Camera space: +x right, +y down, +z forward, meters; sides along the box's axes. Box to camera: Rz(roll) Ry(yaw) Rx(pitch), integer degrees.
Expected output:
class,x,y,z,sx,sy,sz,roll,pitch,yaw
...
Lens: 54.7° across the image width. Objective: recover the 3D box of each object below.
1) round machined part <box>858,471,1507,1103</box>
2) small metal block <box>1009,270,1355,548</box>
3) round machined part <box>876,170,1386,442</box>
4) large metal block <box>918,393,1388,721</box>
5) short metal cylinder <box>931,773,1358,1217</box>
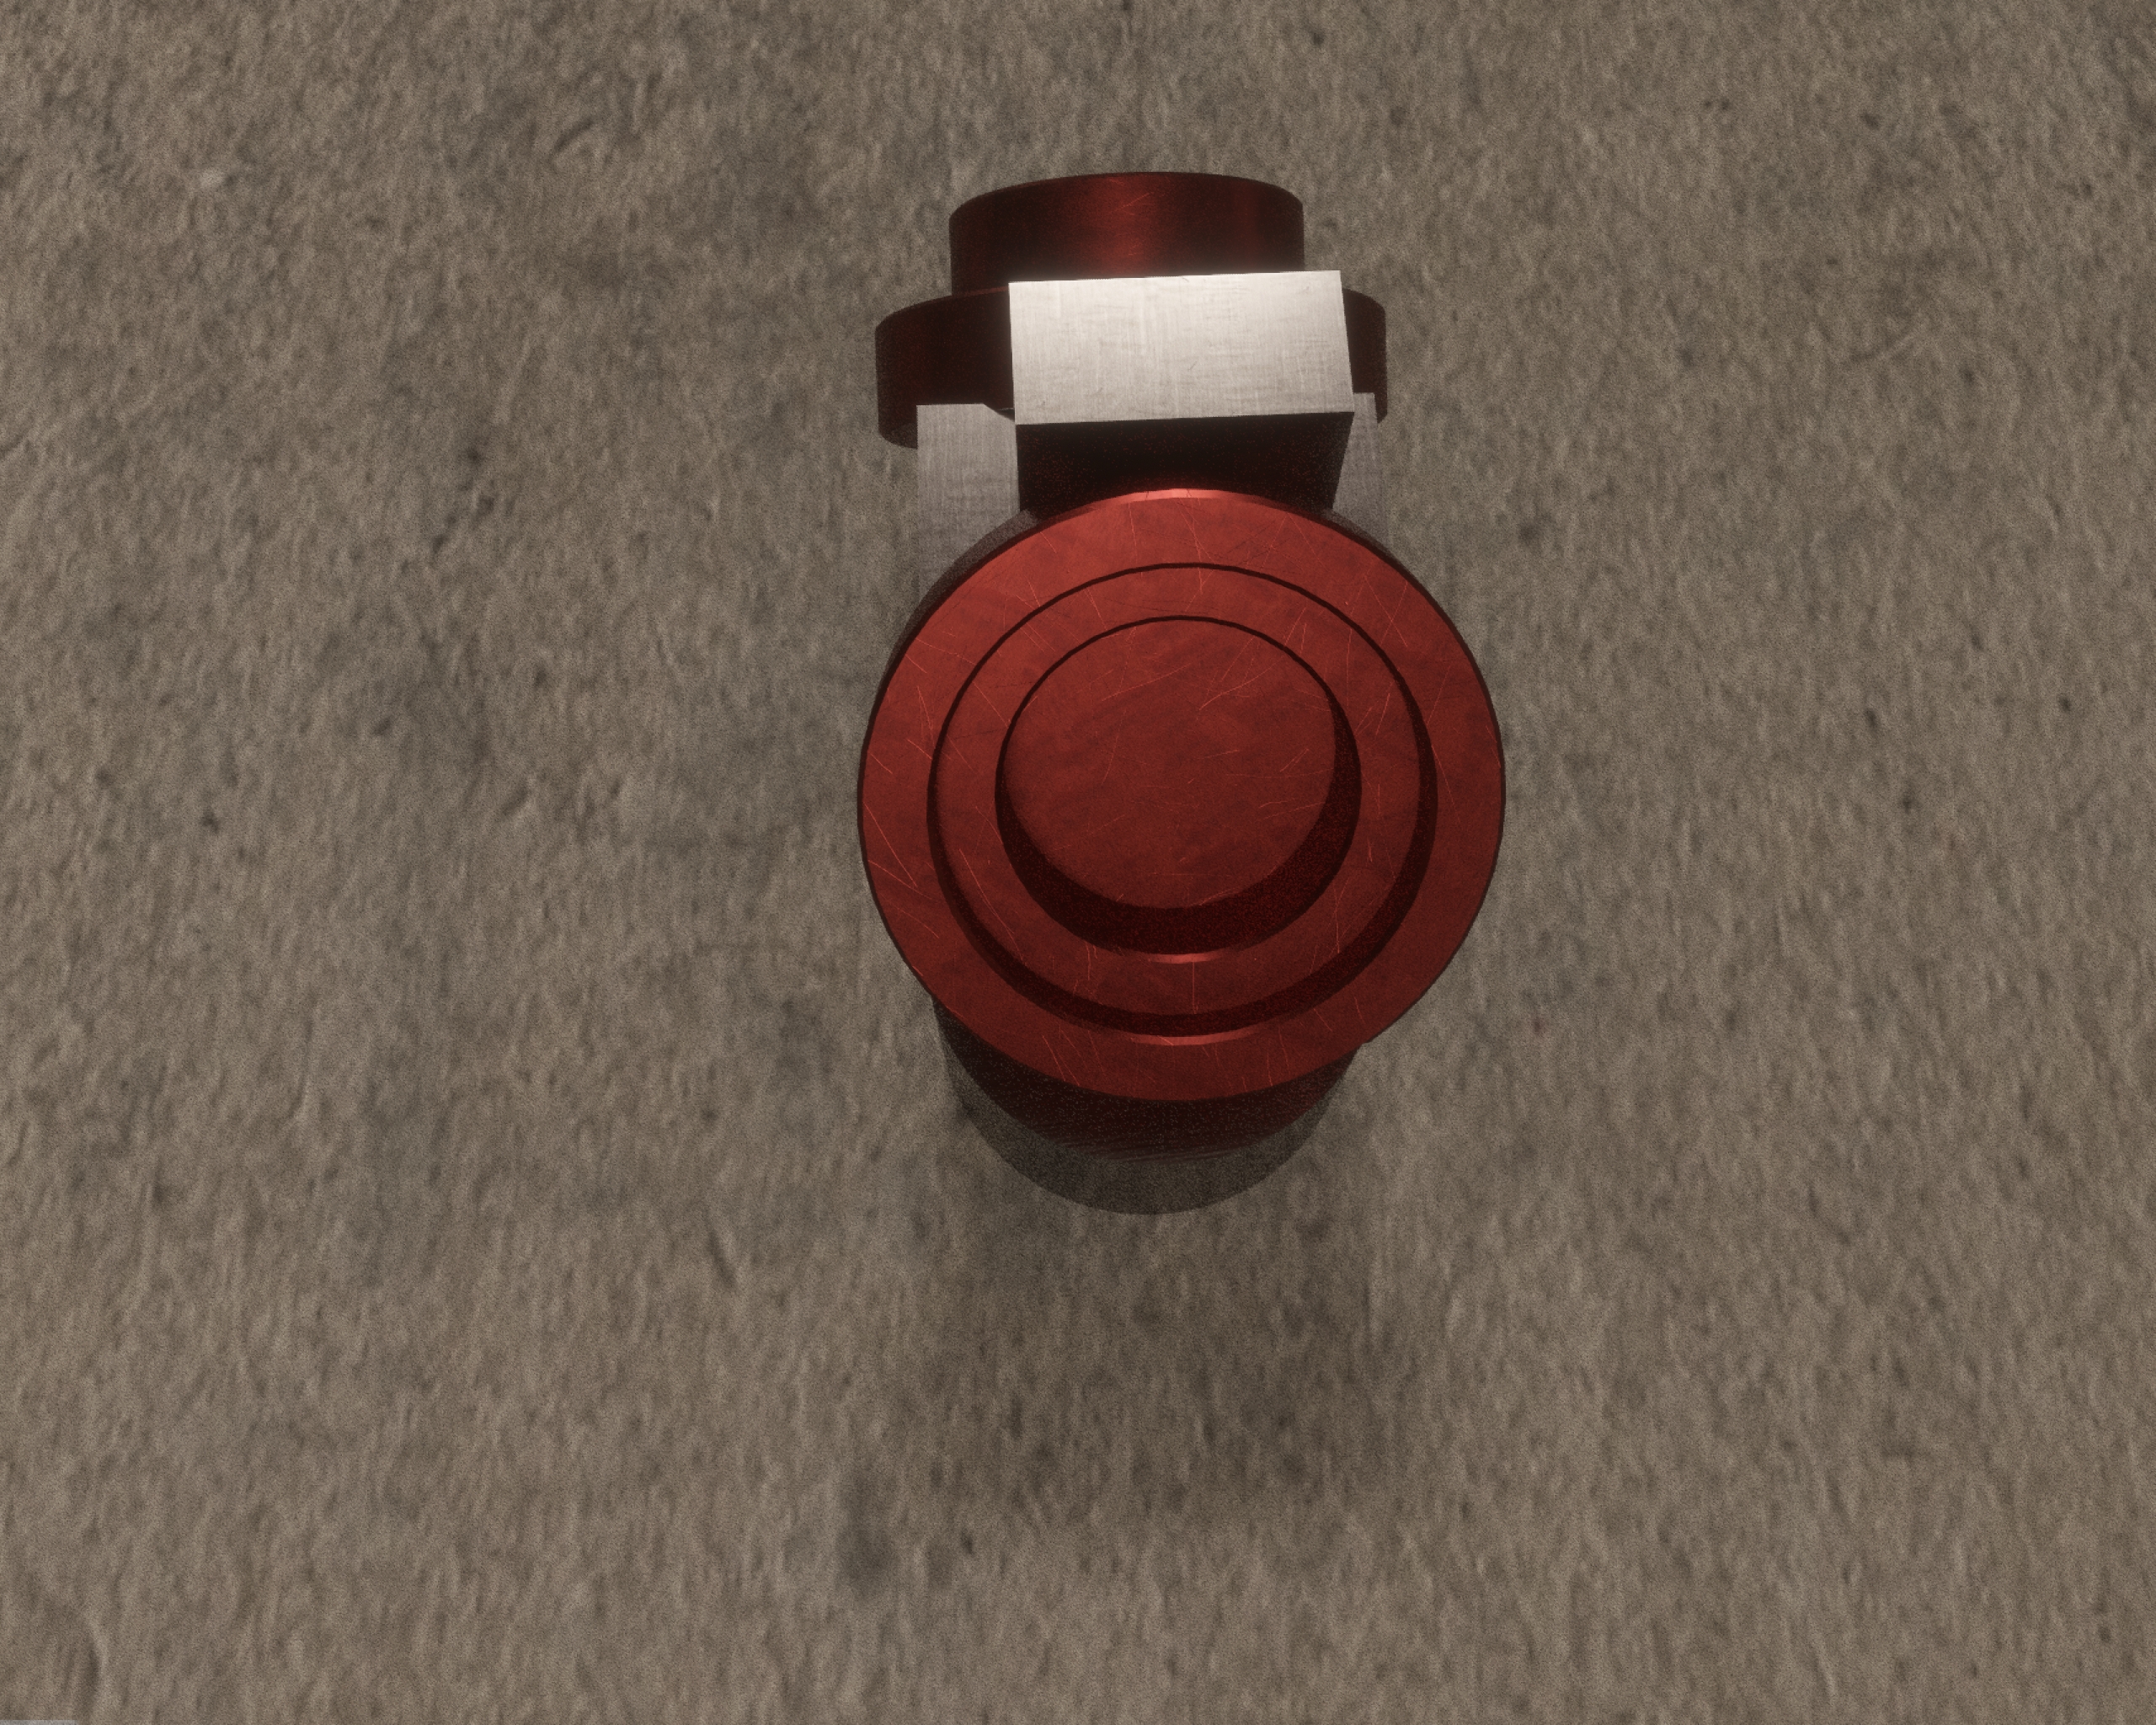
class,x,y,z,sx,sy,sz,roll,pitch,yaw
round machined part,0.016,-0.014,0.336,0.099,0.042,0.097,-1,109,-1
small metal block,0.015,-0.069,0.336,0.050,0.050,0.025,-3,70,-1
round machined part,0.010,-0.105,0.405,0.099,0.098,0.042,-2,95,-1
large metal block,0.013,-0.045,0.396,0.081,0.080,0.050,-2,70,-1
short metal cylinder,0.013,0.022,0.389,0.081,0.050,0.080,0,70,0
